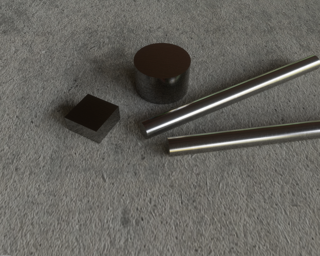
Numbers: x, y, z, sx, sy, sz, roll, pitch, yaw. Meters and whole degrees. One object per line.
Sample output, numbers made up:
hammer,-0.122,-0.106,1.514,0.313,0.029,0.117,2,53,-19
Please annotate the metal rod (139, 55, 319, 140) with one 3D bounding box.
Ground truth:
metal rod,0.112,-0.050,0.446,0.302,0.025,0.025,-22,54,-18

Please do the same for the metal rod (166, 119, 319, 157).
metal rod,0.159,0.007,0.399,0.302,0.025,0.025,-6,51,-6

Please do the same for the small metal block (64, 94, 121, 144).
small metal block,-0.089,-0.013,0.413,0.050,0.025,0.050,23,53,17

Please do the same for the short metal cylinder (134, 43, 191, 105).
short metal cylinder,0.003,-0.080,0.455,0.081,0.050,0.080,0,50,0
